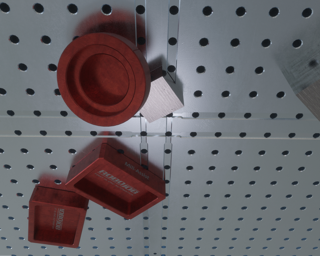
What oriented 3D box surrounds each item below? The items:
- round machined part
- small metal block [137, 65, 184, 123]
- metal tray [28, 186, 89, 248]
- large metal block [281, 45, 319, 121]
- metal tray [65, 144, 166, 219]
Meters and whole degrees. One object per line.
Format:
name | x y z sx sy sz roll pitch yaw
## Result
round machined part | -0.057 -0.054 0.338 0.098 0.042 0.097 4 110 12
small metal block | -0.005 -0.040 0.378 0.050 0.025 0.050 -26 126 20
metal tray | -0.179 0.160 0.542 0.091 0.030 0.129 12 129 -11
large metal block | 0.203 -0.052 0.353 0.080 0.050 0.080 36 121 -27
metal tray | -0.066 0.088 0.482 0.130 0.030 0.090 37 121 -28
